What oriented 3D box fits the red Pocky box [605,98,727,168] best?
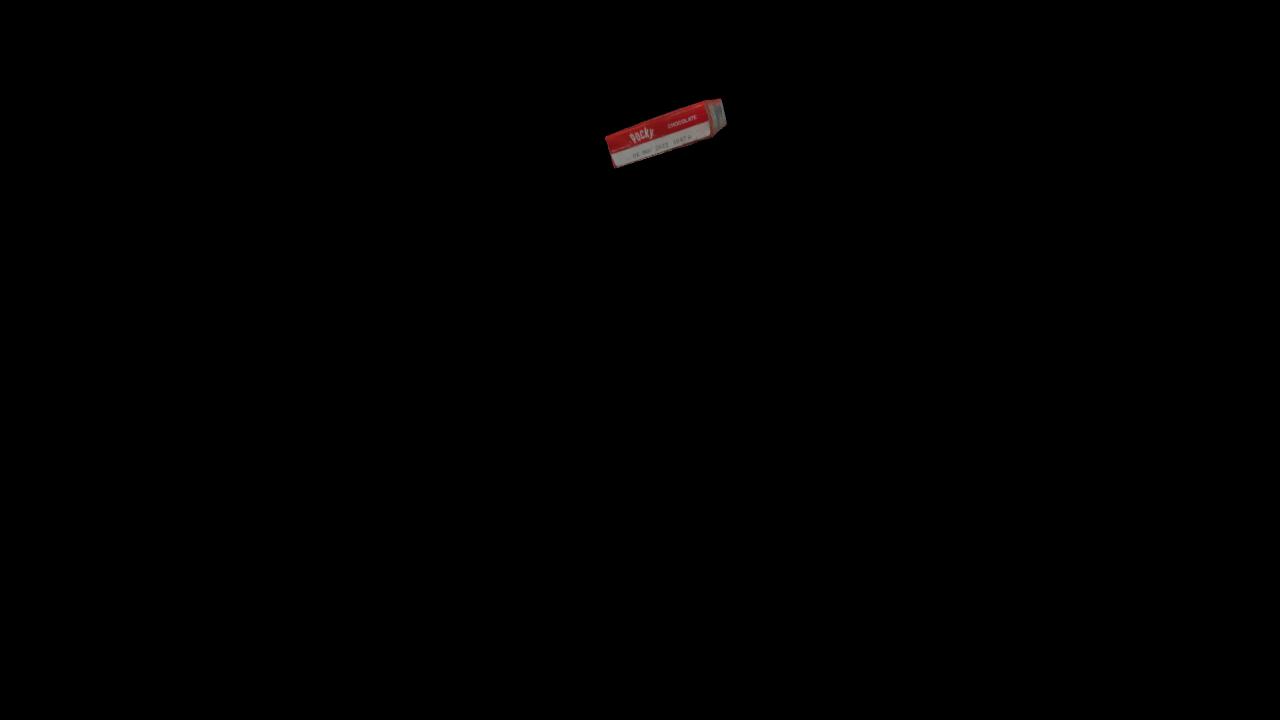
[{"bbox_3d":[0.028,-0.198,0.530,0.083,0.028,0.155,-13,20,17],"label":"red Pocky box"}]
